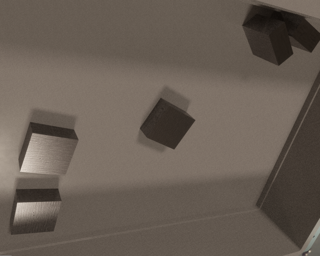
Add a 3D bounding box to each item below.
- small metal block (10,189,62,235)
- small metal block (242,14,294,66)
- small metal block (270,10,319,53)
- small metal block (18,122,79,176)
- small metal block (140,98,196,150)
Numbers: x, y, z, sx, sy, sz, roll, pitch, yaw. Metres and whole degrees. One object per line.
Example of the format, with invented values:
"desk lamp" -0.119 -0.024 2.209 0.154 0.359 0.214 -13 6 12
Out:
"small metal block" -0.156 0.104 0.388 0.050 0.025 0.050 6 115 -32
"small metal block" 0.139 -0.114 0.400 0.025 0.050 0.050 -40 130 -2
"small metal block" 0.177 -0.129 0.412 0.050 0.050 0.025 19 108 -36
"small metal block" -0.128 0.025 0.355 0.050 0.025 0.050 12 112 -34
"small metal block" 0.010 -0.005 0.413 0.050 0.025 0.050 26 104 -38
